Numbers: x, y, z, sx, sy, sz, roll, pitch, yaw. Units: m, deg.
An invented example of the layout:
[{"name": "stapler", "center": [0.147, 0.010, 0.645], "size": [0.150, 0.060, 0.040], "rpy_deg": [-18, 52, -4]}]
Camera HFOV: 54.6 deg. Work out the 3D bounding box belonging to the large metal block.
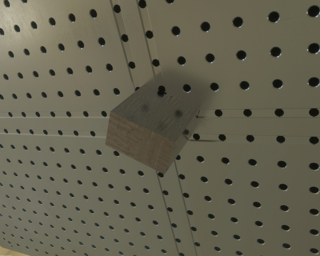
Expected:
[{"name": "large metal block", "center": [-0.008, -0.002, 0.379], "size": [0.080, 0.080, 0.050], "rpy_deg": [25, 127, 12]}]
